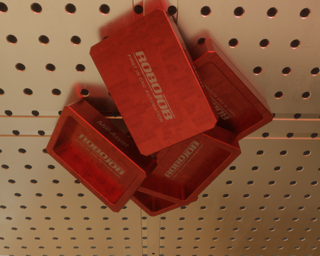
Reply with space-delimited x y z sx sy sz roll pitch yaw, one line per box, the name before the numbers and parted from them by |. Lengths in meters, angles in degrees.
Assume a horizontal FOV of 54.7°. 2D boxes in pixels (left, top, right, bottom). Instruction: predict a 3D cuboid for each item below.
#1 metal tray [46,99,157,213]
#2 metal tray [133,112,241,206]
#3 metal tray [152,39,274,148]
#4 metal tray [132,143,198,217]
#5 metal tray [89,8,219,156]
metal tray | -0.078 0.037 0.398 0.130 0.030 0.089 40 124 6
metal tray | 0.031 0.046 0.408 0.091 0.030 0.129 23 126 -19
metal tray | 0.065 -0.033 0.381 0.090 0.030 0.130 -36 122 26
metal tray | -0.011 0.081 0.477 0.090 0.030 0.130 -26 126 20
metal tray | -0.005 -0.045 0.330 0.090 0.030 0.129 -24 96 18
